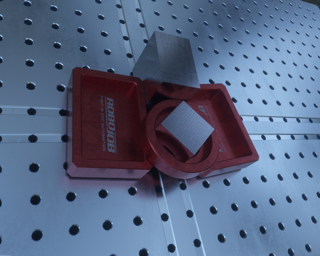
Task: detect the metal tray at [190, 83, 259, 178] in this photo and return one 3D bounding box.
[{"bbox_3d":[0.075,-0.001,0.441,0.091,0.030,0.130,-7,65,-31],"label":"metal tray"}]

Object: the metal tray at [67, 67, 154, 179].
[{"bbox_3d":[-0.061,-0.007,0.371,0.091,0.030,0.130,6,59,-25],"label":"metal tray"}]

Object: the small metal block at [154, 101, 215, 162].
[{"bbox_3d":[0.028,0.004,0.362,0.050,0.025,0.050,43,51,1],"label":"small metal block"}]

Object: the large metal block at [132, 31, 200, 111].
[{"bbox_3d":[0.004,-0.066,0.411,0.050,0.080,0.080,6,59,-25],"label":"large metal block"}]

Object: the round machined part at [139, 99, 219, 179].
[{"bbox_3d":[0.020,0.017,0.381,0.099,0.042,0.098,14,56,-21],"label":"round machined part"}]
